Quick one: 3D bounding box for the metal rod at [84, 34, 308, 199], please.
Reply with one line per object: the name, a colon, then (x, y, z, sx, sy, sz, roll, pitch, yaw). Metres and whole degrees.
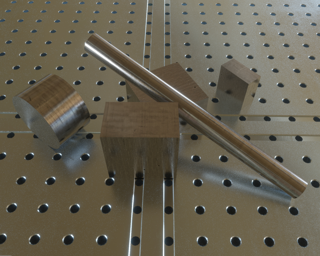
metal rod: (0.038, -0.017, 0.365, 0.301, 0.025, 0.025, 36, 57, 5)

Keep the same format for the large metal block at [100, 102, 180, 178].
large metal block: (-0.020, 0.016, 0.359, 0.081, 0.080, 0.050, 0, 50, 0)

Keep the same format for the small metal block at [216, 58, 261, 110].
small metal block: (0.111, -0.063, 0.446, 0.025, 0.050, 0.050, -32, 57, -24)

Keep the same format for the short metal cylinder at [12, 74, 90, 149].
short metal cylinder: (-0.135, -0.020, 0.387, 0.080, 0.080, 0.050, 30, 56, 22)

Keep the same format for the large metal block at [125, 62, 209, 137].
large metal block: (0.008, -0.036, 0.422, 0.081, 0.050, 0.080, -22, 54, -18)
